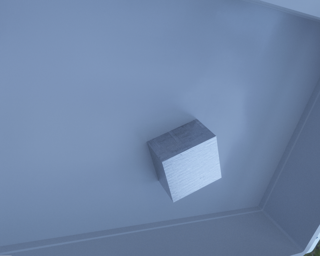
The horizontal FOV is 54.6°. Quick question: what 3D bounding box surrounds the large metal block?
[{"bbox_3d":[0.036,0.046,0.440,0.080,0.050,0.080,-24,127,-13],"label":"large metal block"}]
